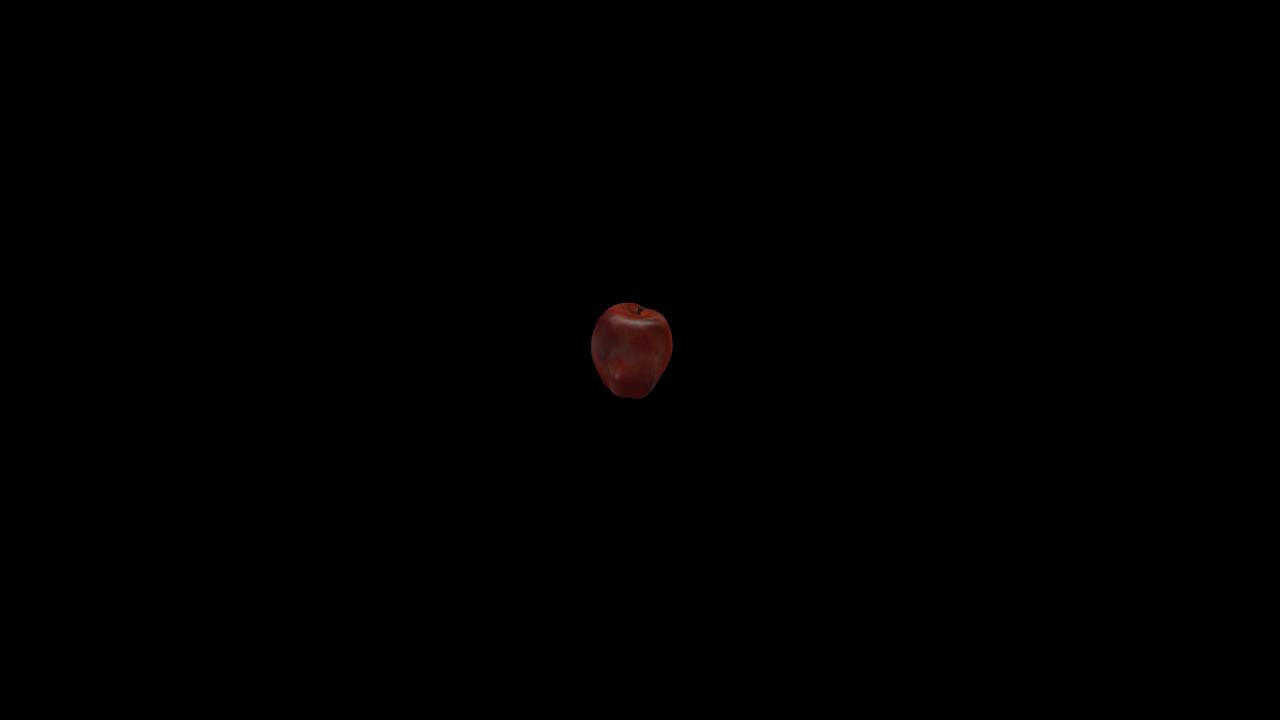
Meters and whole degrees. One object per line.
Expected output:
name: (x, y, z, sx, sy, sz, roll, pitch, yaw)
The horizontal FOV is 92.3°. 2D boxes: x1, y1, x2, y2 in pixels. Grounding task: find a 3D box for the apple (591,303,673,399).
apple: (-0.008, -0.010, 0.590, 0.079, 0.093, 0.079, 7, 26, -4)
